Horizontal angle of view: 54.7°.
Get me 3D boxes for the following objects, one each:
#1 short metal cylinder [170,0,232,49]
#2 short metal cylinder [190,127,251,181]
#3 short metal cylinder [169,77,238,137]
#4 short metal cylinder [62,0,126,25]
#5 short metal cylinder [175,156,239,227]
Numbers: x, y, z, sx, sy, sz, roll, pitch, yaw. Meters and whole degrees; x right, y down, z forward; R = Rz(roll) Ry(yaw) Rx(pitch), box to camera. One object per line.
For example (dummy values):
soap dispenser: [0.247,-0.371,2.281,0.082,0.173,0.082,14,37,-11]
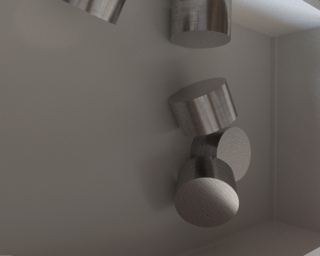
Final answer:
short metal cylinder: [0.055,-0.143,0.416,0.081,0.080,0.050,3,88,-40]
short metal cylinder: [0.092,0.038,0.467,0.081,0.050,0.080,0,90,-40]
short metal cylinder: [0.058,-0.029,0.419,0.081,0.080,0.050,-35,112,-34]
short metal cylinder: [-0.071,-0.142,0.302,0.081,0.080,0.050,14,109,-39]
short metal cylinder: [0.061,0.084,0.413,0.050,0.080,0.080,-76,142,-63]
